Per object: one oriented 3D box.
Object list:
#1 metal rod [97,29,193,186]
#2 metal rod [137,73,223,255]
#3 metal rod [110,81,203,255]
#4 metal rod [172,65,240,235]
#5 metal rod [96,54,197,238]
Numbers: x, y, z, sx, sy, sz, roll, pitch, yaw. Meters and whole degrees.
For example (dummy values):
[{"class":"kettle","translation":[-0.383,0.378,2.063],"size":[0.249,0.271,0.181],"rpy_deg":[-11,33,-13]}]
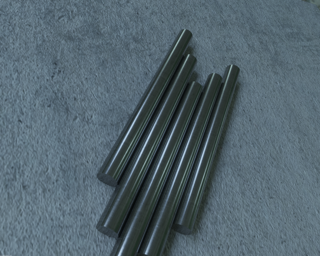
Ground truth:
[{"class":"metal rod","translation":[-0.007,-0.050,0.433],"size":[0.025,0.025,0.301],"rpy_deg":[32,52,-8]},{"class":"metal rod","translation":[0.038,0.028,0.410],"size":[0.025,0.025,0.301],"rpy_deg":[32,52,-8]},{"class":"metal rod","translation":[0.003,0.045,0.381],"size":[0.025,0.025,0.301],"rpy_deg":[32,51,-8]},{"class":"metal rod","translation":[0.075,0.008,0.442],"size":[0.025,0.025,0.301],"rpy_deg":[32,52,-8]},{"class":"metal rod","translation":[-0.003,-0.002,0.406],"size":[0.025,0.025,0.301],"rpy_deg":[32,51,-8]}]
